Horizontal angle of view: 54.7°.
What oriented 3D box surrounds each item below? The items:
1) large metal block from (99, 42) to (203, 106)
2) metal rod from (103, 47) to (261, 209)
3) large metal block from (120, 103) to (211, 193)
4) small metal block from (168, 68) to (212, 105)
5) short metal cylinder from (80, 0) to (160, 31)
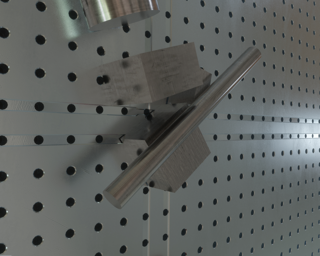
[{"bbox_3d":[-0.010,-0.062,0.365,0.081,0.080,0.050,-24,105,-38],"label":"large metal block"},{"bbox_3d":[0.046,-0.019,0.382,0.301,0.025,0.025,-44,117,-31],"label":"metal rod"},{"bbox_3d":[0.010,0.023,0.401,0.080,0.050,0.080,-42,116,-32],"label":"large metal block"},{"bbox_3d":[0.040,-0.052,0.426,0.025,0.050,0.050,18,79,-39],"label":"small metal block"},{"bbox_3d":[-0.045,-0.141,0.335,0.081,0.080,0.050,-25,106,-37],"label":"short metal cylinder"}]
